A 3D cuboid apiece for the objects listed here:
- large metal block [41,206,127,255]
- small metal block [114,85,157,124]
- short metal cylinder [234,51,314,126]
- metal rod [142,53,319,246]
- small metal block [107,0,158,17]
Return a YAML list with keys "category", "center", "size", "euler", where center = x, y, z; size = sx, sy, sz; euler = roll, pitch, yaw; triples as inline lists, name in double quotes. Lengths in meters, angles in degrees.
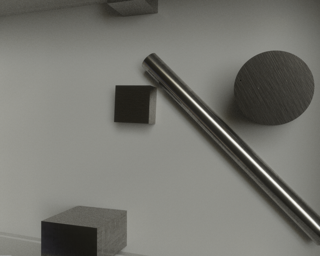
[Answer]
- category: "large metal block"
  center: [-0.098, 0.142, 0.415]
  size: [0.080, 0.080, 0.050]
  euler: [0, 90, 19]
- category: "small metal block"
  center: [-0.033, -0.032, 0.421]
  size: [0.050, 0.025, 0.050]
  euler: [3, 91, 19]
- category: "short metal cylinder"
  center: [0.128, -0.043, 0.352]
  size: [0.080, 0.050, 0.079]
  euler: [0, 90, 19]
- category: "metal rod"
  center: [0.085, 0.016, 0.380]
  size: [0.025, 0.025, 0.300]
  euler: [-46, 76, 14]
- category: "small metal block"
  center: [-0.035, -0.170, 0.409]
  size: [0.050, 0.050, 0.025]
  euler: [1, 91, 19]
